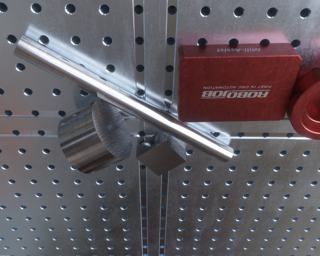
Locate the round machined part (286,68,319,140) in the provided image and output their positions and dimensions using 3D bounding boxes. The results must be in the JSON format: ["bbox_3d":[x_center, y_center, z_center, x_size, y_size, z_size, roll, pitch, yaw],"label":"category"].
[{"bbox_3d":[0.202,-0.035,0.374,0.099,0.042,0.097,-1,130,0],"label":"round machined part"}]

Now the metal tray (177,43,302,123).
[{"bbox_3d":[0.087,-0.051,0.366,0.131,0.030,0.089,-1,130,0],"label":"metal tray"}]

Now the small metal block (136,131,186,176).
[{"bbox_3d":[0.002,0.036,0.443,0.050,0.025,0.050,-31,124,23],"label":"small metal block"}]

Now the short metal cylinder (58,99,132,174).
[{"bbox_3d":[-0.078,0.010,0.383,0.050,0.080,0.080,-24,126,19],"label":"short metal cylinder"}]

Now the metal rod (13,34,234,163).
[{"bbox_3d":[-0.027,-0.026,0.389,0.301,0.025,0.025,27,125,-22],"label":"metal rod"}]
